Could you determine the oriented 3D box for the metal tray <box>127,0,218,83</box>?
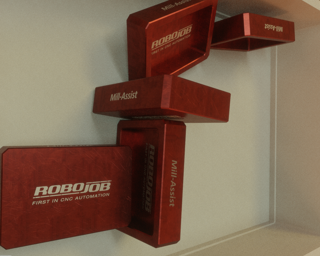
[{"bbox_3d":[0.017,-0.110,0.388,0.131,0.030,0.089,-35,144,-34],"label":"metal tray"}]

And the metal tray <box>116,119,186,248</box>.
[{"bbox_3d":[-0.015,0.056,0.351,0.030,0.090,0.129,5,87,-40],"label":"metal tray"}]

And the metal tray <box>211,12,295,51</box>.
[{"bbox_3d":[0.133,-0.143,0.475,0.131,0.090,0.030,-9,96,-40],"label":"metal tray"}]

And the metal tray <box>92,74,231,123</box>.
[{"bbox_3d":[-0.002,-0.026,0.336,0.091,0.130,0.030,9,84,-40],"label":"metal tray"}]

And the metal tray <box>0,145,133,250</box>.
[{"bbox_3d":[-0.093,0.063,0.318,0.131,0.030,0.089,1,89,-35],"label":"metal tray"}]
